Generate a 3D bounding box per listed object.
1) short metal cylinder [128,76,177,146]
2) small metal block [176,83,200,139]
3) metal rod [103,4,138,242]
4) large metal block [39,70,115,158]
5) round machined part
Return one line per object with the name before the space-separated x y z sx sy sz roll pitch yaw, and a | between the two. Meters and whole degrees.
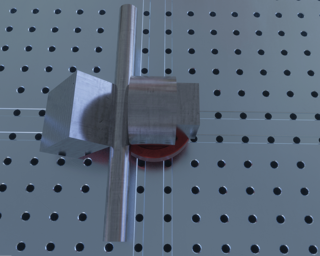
short metal cylinder | -0.008 -0.020 0.358 0.050 0.080 0.080 1 70 0
small metal block | 0.030 -0.019 0.361 0.025 0.050 0.050 1 70 0
metal rod | -0.045 -0.022 0.375 0.025 0.025 0.299 1 70 0
large metal block | -0.102 -0.013 0.380 0.050 0.080 0.080 18 64 -38
round machined part | -0.008 -0.003 0.402 0.099 0.042 0.098 0 70 -1
